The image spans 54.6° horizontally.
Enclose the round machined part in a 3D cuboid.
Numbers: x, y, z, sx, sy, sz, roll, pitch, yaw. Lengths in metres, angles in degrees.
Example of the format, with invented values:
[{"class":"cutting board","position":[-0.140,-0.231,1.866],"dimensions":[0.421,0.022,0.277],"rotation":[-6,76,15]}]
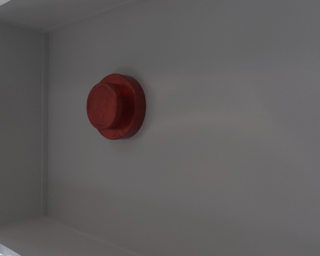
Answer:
[{"class":"round machined part","position":[-0.071,-0.031,0.456],"dimensions":[0.098,0.042,0.097],"rotation":[0,90,40]}]
